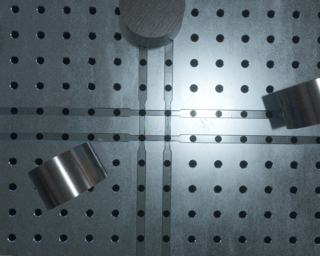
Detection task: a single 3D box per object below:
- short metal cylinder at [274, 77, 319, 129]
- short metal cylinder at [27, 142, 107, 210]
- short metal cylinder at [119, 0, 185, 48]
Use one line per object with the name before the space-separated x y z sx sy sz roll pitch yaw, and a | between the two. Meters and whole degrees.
short metal cylinder | 0.192 -0.034 0.388 0.080 0.080 0.050 -18 90 0
short metal cylinder | -0.114 0.058 0.385 0.080 0.080 0.050 -29 90 0
short metal cylinder | -0.010 -0.150 0.401 0.081 0.050 0.079 0 90 -1
